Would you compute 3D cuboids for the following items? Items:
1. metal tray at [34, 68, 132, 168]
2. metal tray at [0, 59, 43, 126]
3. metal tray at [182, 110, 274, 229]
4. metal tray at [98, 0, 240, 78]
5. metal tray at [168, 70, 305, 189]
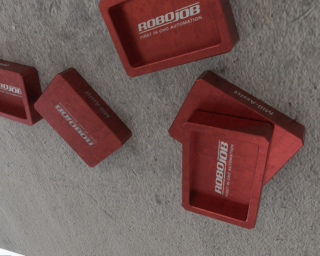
[{"bbox_3d":[-0.115,-0.012,0.457,0.130,0.030,0.090,49,129,-7],"label":"metal tray"},{"bbox_3d":[-0.251,-0.062,0.497,0.130,0.030,0.089,15,125,19],"label":"metal tray"},{"bbox_3d":[0.073,0.050,0.356,0.090,0.030,0.129,12,124,21],"label":"metal tray"},{"bbox_3d":[0.008,-0.112,0.329,0.130,0.030,0.090,-8,114,32],"label":"metal tray"},{"bbox_3d":[0.085,0.004,0.361,0.130,0.030,0.089,32,129,7],"label":"metal tray"}]
